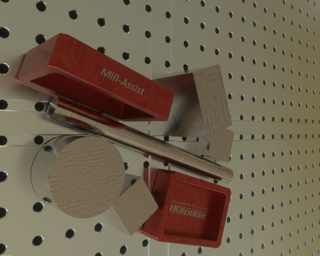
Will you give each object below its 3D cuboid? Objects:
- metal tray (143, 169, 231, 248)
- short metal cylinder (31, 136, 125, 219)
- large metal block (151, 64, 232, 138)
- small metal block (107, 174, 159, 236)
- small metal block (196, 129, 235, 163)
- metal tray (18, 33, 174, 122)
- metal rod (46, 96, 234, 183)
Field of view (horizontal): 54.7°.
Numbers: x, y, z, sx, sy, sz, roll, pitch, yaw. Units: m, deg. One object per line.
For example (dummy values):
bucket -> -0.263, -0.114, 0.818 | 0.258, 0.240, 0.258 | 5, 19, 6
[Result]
metal tray -> 0.044, 0.117, 0.442 | 0.131, 0.030, 0.090 | 23, 76, -38
short metal cylinder -> -0.084, 0.048, 0.321 | 0.081, 0.050, 0.080 | 0, 90, -40
large metal block -> 0.040, -0.034, 0.408 | 0.050, 0.080, 0.080 | -24, 105, -38
small metal block -> -0.036, 0.093, 0.380 | 0.050, 0.025, 0.050 | -40, 114, -33
small metal block -> 0.086, 0.024, 0.481 | 0.050, 0.025, 0.050 | 22, 76, -38
metal tray -> -0.062, -0.042, 0.313 | 0.131, 0.090, 0.030 | 23, 76, -38
metal rod -> -0.001, 0.028, 0.408 | 0.302, 0.025, 0.025 | 24, 75, -37
